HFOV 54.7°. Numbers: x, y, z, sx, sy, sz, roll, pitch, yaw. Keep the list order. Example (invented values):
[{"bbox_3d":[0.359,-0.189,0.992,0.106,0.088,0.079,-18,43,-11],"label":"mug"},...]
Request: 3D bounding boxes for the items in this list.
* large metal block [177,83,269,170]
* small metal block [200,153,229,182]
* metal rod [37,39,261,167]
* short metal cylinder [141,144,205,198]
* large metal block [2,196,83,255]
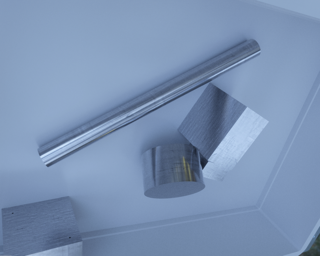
[{"bbox_3d":[0.082,-0.003,0.418,0.050,0.080,0.080,25,104,-37],"label":"large metal block"},{"bbox_3d":[0.069,0.052,0.464,0.050,0.050,0.025,21,107,-36],"label":"small metal block"},{"bbox_3d":[-0.004,-0.036,0.385,0.302,0.025,0.025,-29,129,-11],"label":"metal rod"},{"bbox_3d":[0.017,0.060,0.416,0.081,0.050,0.080,-6,154,-3],"label":"short metal cylinder"},{"bbox_3d":[-0.145,0.136,0.379,0.081,0.080,0.050,-6,121,-26],"label":"large metal block"}]
